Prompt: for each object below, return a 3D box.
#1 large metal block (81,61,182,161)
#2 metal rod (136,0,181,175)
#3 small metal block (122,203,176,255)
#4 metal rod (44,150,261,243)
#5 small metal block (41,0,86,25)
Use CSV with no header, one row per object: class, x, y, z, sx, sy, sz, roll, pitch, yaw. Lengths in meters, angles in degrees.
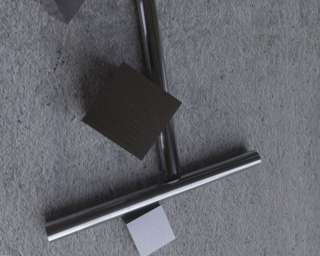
large metal block,-0.033,-0.020,0.369,0.080,0.050,0.080,35,89,-6
metal rod,-0.006,-0.087,0.407,0.025,0.025,0.298,-10,94,-20
small metal block,-0.015,0.132,0.405,0.050,0.025,0.050,-25,99,-19
metal rod,0.006,0.083,0.412,0.302,0.025,0.025,-16,96,-20
small metal block,-0.109,-0.156,0.353,0.025,0.050,0.050,30,79,6
